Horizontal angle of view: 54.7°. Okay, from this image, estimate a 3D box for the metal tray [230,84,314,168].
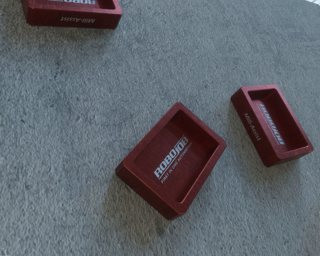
[{"bbox_3d":[0.181,-0.008,0.502,0.091,0.030,0.130,-9,66,-32],"label":"metal tray"}]

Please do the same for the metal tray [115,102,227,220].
[{"bbox_3d":[0.019,0.036,0.388,0.090,0.030,0.131,41,51,0],"label":"metal tray"}]

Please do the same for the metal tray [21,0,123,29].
[{"bbox_3d":[-0.129,-0.189,0.445,0.131,0.030,0.090,-9,66,-32],"label":"metal tray"}]
